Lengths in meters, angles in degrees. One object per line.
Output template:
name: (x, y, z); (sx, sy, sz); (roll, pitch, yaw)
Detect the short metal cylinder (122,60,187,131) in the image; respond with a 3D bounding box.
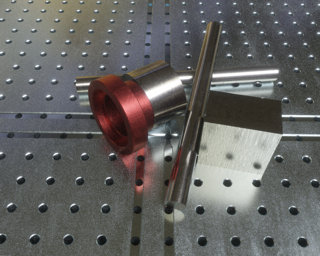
short metal cylinder: (-0.009, -0.043, 0.408); (0.050, 0.080, 0.080); (-27, 55, -21)

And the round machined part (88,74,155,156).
round machined part: (-0.043, -0.019, 0.376); (0.042, 0.097, 0.098); (-28, 56, -28)

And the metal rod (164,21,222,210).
metal rod: (0.052, -0.038, 0.416); (0.025, 0.025, 0.300); (11, 58, 8)

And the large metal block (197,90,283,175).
large metal block: (0.091, 0.007, 0.367); (0.080, 0.080, 0.050); (10, 51, 7)

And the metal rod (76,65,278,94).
metal rod: (0.028, -0.074, 0.470); (0.302, 0.025, 0.025); (-4, 50, -4)
